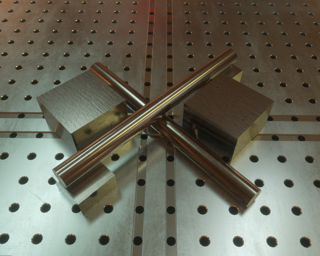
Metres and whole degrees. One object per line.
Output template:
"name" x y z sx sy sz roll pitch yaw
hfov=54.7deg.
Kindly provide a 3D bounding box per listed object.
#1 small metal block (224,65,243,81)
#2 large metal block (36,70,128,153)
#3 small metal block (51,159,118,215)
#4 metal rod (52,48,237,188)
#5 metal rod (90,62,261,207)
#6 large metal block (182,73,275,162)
"small metal block" 0.089 -0.080 0.476 0.050 0.025 0.050 -37 59 -27
"large metal block" -0.100 -0.021 0.408 0.080 0.050 0.080 -36 59 -26
"small metal block" -0.086 0.061 0.356 0.050 0.025 0.050 37 59 27
"metal rod" 0.000 -0.028 0.398 0.025 0.025 0.302 37 59 27
"metal rod" 0.002 -0.007 0.412 0.025 0.025 0.300 -35 59 -26
"large metal block" 0.087 -0.016 0.406 0.080 0.050 0.080 36 58 26
